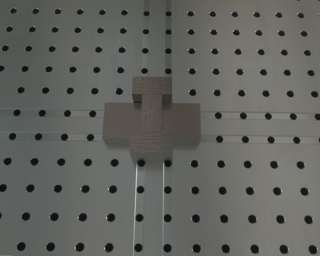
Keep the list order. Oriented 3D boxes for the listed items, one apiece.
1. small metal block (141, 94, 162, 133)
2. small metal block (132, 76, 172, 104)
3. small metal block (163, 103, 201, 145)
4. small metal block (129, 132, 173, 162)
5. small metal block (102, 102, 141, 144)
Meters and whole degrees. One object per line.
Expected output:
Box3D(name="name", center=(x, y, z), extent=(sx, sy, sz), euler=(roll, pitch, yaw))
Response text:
Box3D(name="small metal block", center=(-0.010, -0.010, 0.401), extent=(0.025, 0.050, 0.050), euler=(1, 70, 0))
Box3D(name="small metal block", center=(-0.010, -0.046, 0.415), extent=(0.050, 0.050, 0.025), euler=(1, 70, 0))
Box3D(name="small metal block", center=(0.028, -0.005, 0.414), extent=(0.050, 0.025, 0.050), euler=(1, 70, 0))
Box3D(name="small metal block", center=(-0.010, 0.025, 0.389), extent=(0.050, 0.050, 0.025), euler=(1, 70, 0))
Box3D(name="small metal block", center=(-0.048, -0.006, 0.413), extent=(0.050, 0.025, 0.050), euler=(1, 70, 0))
